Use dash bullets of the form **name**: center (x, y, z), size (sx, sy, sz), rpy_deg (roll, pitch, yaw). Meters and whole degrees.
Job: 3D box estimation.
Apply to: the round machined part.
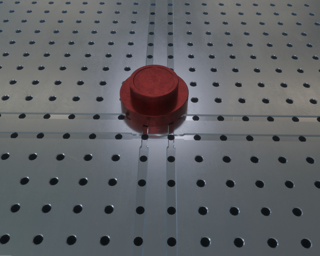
- **round machined part**: center (-0.008, -0.053, 0.441), size (0.099, 0.042, 0.098), rpy_deg (0, 50, 0)
